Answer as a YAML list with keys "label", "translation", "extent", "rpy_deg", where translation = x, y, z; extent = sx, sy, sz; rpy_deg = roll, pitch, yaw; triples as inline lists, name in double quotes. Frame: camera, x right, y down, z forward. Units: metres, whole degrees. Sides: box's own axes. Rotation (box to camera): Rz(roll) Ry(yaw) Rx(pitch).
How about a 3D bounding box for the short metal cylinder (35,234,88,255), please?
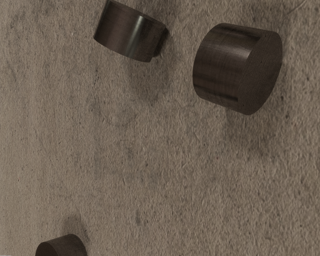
- label: "short metal cylinder"
  translation: [-0.167, 0.226, 0.523]
  extent: [0.080, 0.050, 0.079]
  rpy_deg: [0, 90, 39]

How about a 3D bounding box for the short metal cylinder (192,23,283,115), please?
- label: "short metal cylinder"
  translation: [0.077, -0.058, 0.305]
  extent: [0.050, 0.081, 0.079]
  rpy_deg: [26, 106, 37]

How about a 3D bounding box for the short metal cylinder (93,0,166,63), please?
- label: "short metal cylinder"
  translation: [-0.039, -0.125, 0.399]
  extent: [0.080, 0.081, 0.050]
  rpy_deg: [39, 114, 32]
